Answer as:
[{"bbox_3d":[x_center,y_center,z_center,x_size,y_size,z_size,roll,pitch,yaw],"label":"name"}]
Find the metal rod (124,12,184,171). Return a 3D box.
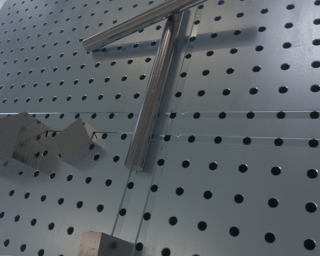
[{"bbox_3d":[-0.001,-0.081,0.458,0.025,0.025,0.300,0,61,28],"label":"metal rod"}]

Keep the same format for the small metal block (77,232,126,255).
[{"bbox_3d":[-0.064,0.144,0.338,0.025,0.050,0.050,-7,59,24],"label":"small metal block"}]

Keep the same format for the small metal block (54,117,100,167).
[{"bbox_3d":[-0.124,0.020,0.461,0.050,0.025,0.050,-37,51,3],"label":"small metal block"}]

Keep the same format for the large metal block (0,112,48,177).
[{"bbox_3d":[-0.239,0.028,0.501,0.080,0.050,0.080,-12,57,21],"label":"large metal block"}]

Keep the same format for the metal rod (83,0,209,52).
[{"bbox_3d":[-0.009,-0.180,0.494,0.300,0.025,0.025,-13,56,32],"label":"metal rod"}]
